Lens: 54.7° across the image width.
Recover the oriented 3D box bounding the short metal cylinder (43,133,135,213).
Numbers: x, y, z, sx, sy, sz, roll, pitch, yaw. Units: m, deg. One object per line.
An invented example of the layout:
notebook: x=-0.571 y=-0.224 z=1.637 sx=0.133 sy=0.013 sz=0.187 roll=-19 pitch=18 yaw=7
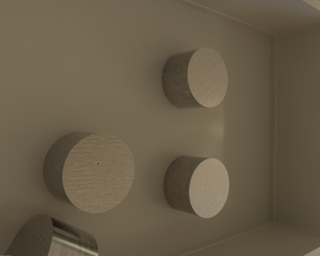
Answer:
short metal cylinder: x=-0.074 y=0.044 z=0.328 sx=0.081 sy=0.050 sz=0.080 roll=0 pitch=90 yaw=-40

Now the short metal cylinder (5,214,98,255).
short metal cylinder: x=-0.103 y=0.127 z=0.284 sx=0.050 sy=0.080 sz=0.080 roll=40 pitch=66 yaw=-33

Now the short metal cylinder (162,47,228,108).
short metal cylinder: x=0.049 y=-0.067 z=0.431 sx=0.081 sy=0.050 sz=0.080 roll=0 pitch=90 yaw=-40

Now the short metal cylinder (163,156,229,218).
short metal cylinder: x=0.051 y=0.080 z=0.433 sx=0.081 sy=0.050 sz=0.080 roll=0 pitch=90 yaw=-40

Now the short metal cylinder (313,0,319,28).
short metal cylinder: x=0.407 y=-0.280 z=0.733 sx=0.081 sy=0.050 sz=0.080 roll=0 pitch=90 yaw=-40
